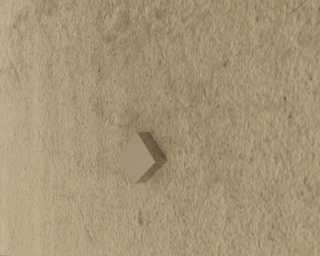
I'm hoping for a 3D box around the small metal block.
[{"bbox_3d":[-0.025,0.041,0.427,0.050,0.025,0.050,-48,61,29],"label":"small metal block"}]
